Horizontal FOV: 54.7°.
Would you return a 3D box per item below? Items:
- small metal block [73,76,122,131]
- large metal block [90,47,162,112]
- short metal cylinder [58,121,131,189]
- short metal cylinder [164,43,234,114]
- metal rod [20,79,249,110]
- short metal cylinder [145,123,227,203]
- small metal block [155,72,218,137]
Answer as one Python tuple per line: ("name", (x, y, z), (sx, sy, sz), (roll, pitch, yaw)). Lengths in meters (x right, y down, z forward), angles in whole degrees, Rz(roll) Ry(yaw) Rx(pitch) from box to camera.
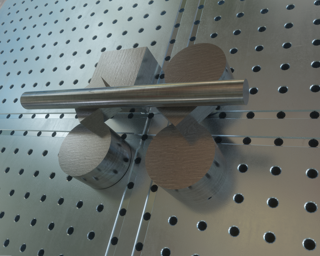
("small metal block", (-0.084, -0.032, 0.409), (0.050, 0.025, 0.050), (-34, 51, 5))
("large metal block", (-0.053, -0.070, 0.463), (0.080, 0.050, 0.080), (1, 62, 29))
("short metal cylinder", (-0.087, 0.035, 0.415), (0.080, 0.050, 0.080), (-13, 56, 21))
("short metal cylinder", (0.053, -0.063, 0.403), (0.080, 0.050, 0.080), (-13, 56, 21))
("metal rod", (-0.052, -0.036, 0.361), (0.300, 0.025, 0.025), (1, 62, 28))
("short metal cylinder", (0.031, 0.039, 0.352), (0.080, 0.050, 0.080), (-13, 56, 21))
("small metal block", (0.027, -0.027, 0.347), (0.050, 0.025, 0.050), (-42, 51, -1))
